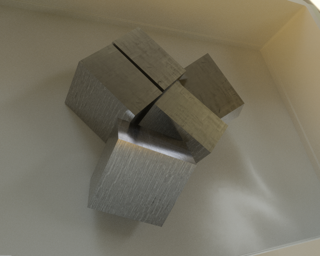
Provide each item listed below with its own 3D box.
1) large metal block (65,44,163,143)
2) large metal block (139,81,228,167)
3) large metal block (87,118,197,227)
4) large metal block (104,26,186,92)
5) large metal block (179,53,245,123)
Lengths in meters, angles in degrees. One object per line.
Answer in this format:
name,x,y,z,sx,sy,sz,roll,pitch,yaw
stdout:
large metal block,-0.057,-0.035,0.361,0.080,0.080,0.050,44,51,2
large metal block,0.020,0.004,0.378,0.080,0.080,0.050,41,51,-1
large metal block,-0.021,0.046,0.322,0.080,0.079,0.050,20,19,-17
large metal block,-0.027,-0.065,0.394,0.080,0.080,0.050,44,51,1
large metal block,0.067,-0.043,0.424,0.050,0.080,0.080,-33,77,3
